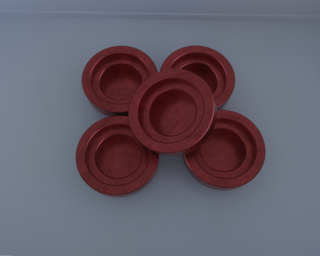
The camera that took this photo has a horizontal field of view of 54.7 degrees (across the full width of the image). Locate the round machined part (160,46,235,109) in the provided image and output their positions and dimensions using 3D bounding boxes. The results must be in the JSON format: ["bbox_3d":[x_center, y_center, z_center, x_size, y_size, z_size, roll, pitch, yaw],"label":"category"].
[{"bbox_3d":[0.048,-0.059,0.421,0.099,0.042,0.098,0,70,-1],"label":"round machined part"}]

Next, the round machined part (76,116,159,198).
[{"bbox_3d":[-0.050,0.037,0.385,0.099,0.042,0.098,0,70,-1],"label":"round machined part"}]

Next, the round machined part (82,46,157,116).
[{"bbox_3d":[-0.052,-0.058,0.419,0.099,0.042,0.098,0,70,-1],"label":"round machined part"}]

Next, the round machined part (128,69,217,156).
[{"bbox_3d":[0.017,-0.015,0.359,0.098,0.042,0.098,-5,74,17],"label":"round machined part"}]

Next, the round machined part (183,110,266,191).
[{"bbox_3d":[0.077,0.030,0.389,0.099,0.042,0.098,0,70,-1],"label":"round machined part"}]
